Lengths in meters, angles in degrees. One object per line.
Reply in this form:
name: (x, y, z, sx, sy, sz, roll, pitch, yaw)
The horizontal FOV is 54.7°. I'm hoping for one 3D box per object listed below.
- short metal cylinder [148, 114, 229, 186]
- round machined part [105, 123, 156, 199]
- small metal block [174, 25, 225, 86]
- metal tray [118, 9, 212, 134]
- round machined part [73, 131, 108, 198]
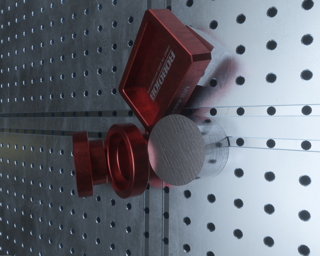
short metal cylinder: (0.032, 0.025, 0.364, 0.080, 0.050, 0.079, 0, 89, 40)
round machined part: (-0.036, 0.041, 0.412, 0.098, 0.042, 0.097, 15, 108, 59)
small metal block: (0.041, -0.087, 0.374, 0.050, 0.025, 0.050, 48, 118, 29)
metal tray: (-0.001, -0.064, 0.378, 0.090, 0.030, 0.129, 53, 139, 24)
round machined part: (-0.103, 0.052, 0.460, 0.098, 0.042, 0.097, 175, 89, -76)
